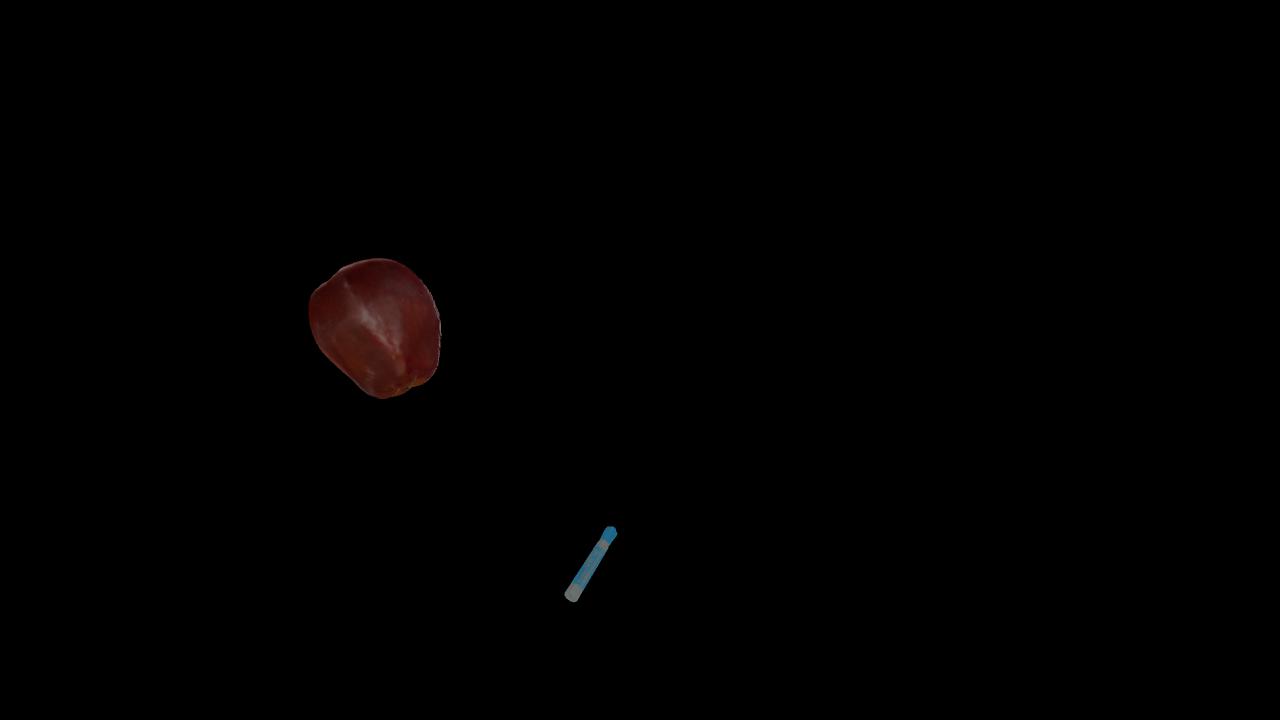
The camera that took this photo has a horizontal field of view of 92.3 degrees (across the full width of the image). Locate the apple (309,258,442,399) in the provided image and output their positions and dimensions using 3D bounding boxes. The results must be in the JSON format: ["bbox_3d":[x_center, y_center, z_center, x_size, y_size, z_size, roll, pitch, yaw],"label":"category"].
[{"bbox_3d":[-0.173,-0.023,0.410,0.079,0.093,0.079,-27,1,1],"label":"apple"}]

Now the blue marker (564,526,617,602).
[{"bbox_3d":[-0.063,0.269,0.824,0.020,0.020,0.121,0,32,29],"label":"blue marker"}]
